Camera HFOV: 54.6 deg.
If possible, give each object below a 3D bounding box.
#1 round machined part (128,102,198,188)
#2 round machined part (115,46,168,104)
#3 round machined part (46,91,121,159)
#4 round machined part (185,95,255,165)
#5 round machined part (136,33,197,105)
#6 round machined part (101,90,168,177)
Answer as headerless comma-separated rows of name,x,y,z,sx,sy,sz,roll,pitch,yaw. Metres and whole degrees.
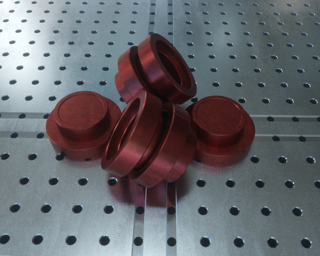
round machined part,0.006,0.023,0.353,0.042,0.098,0.098,29,48,-18
round machined part,-0.023,-0.059,0.425,0.042,0.098,0.098,-32,45,26
round machined part,-0.099,-0.011,0.405,0.099,0.042,0.098,0,50,0
round machined part,0.074,-0.004,0.401,0.099,0.042,0.098,0,50,0
round machined part,0.003,-0.073,0.413,0.042,0.098,0.098,-32,45,26
round machined part,-0.023,0.010,0.346,0.042,0.098,0.098,28,48,-18
